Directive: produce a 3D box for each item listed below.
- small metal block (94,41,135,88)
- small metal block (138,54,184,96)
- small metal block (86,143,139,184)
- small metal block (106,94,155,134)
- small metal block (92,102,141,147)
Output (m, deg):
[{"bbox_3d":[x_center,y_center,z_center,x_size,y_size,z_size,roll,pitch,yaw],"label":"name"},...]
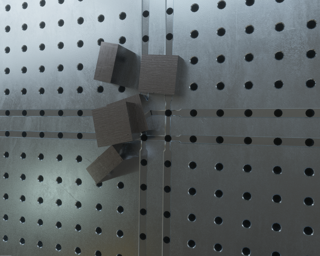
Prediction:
[{"bbox_3d":[-0.061,-0.085,0.420,0.025,0.050,0.050,14,95,19],"label":"small metal block"},{"bbox_3d":[0.001,-0.070,0.411,0.050,0.025,0.050,6,92,19],"label":"small metal block"},{"bbox_3d":[-0.063,0.047,0.420,0.050,0.050,0.025,-42,78,15],"label":"small metal block"},{"bbox_3d":[-0.040,-0.015,0.426,0.050,0.025,0.050,-17,85,19],"label":"small metal block"},{"bbox_3d":[-0.057,-0.004,0.405,0.050,0.025,0.050,-12,86,19],"label":"small metal block"}]
